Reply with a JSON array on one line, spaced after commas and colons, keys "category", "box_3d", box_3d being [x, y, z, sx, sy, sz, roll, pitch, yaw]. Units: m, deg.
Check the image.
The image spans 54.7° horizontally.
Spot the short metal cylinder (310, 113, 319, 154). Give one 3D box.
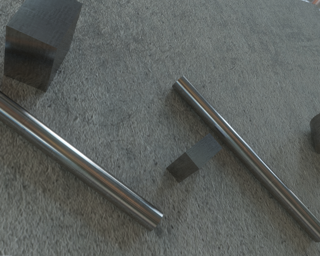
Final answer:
[{"category": "short metal cylinder", "box_3d": [0.306, 0.009, 0.531, 0.081, 0.080, 0.050, 17, 55, -19]}]

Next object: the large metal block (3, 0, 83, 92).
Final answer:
[{"category": "large metal block", "box_3d": [-0.136, -0.103, 0.359, 0.050, 0.080, 0.080, 23, 53, -15]}]

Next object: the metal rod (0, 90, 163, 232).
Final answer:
[{"category": "metal rod", "box_3d": [-0.123, 0.011, 0.331, 0.301, 0.025, 0.025, 38, 51, -3]}]

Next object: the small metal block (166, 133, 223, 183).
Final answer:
[{"category": "small metal block", "box_3d": [0.043, 0.038, 0.389, 0.050, 0.050, 0.025, -34, 81, -38]}]

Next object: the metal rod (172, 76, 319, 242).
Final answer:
[{"category": "metal rod", "box_3d": [0.127, 0.041, 0.449, 0.300, 0.025, 0.025, 48, 51, 5]}]
